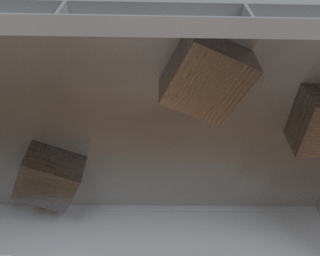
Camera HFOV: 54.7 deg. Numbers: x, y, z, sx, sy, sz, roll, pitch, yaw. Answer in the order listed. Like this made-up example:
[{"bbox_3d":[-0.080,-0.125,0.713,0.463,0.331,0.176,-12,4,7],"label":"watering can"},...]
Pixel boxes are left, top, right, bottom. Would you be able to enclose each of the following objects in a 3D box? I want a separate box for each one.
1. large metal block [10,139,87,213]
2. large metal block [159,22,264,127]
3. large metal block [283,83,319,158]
[{"bbox_3d":[-0.162,0.073,0.453,0.080,0.050,0.079,20,127,-17],"label":"large metal block"},{"bbox_3d":[0.052,-0.057,0.344,0.080,0.050,0.079,19,128,-16],"label":"large metal block"},{"bbox_3d":[0.212,-0.008,0.387,0.081,0.050,0.079,0,130,-1],"label":"large metal block"}]
